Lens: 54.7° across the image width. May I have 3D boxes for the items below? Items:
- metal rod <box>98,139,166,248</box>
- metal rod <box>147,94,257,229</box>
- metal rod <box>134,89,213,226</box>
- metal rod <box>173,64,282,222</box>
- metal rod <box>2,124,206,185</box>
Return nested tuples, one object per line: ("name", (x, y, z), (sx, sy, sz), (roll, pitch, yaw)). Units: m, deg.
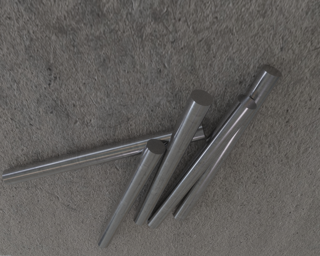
("metal rod", (-0.056, 0.120, 0.490), (0.025, 0.025, 0.298), (16, 134, -13))
("metal rod", (0.044, 0.068, 0.452), (0.025, 0.025, 0.298), (17, 132, -14))
("metal rod", (0.005, 0.063, 0.435), (0.025, 0.025, 0.298), (12, 137, -10))
("metal rod", (0.081, 0.043, 0.443), (0.025, 0.025, 0.298), (14, 129, -12))
("metal rod", (-0.086, 0.038, 0.438), (0.301, 0.025, 0.025), (-14, 129, 11))
